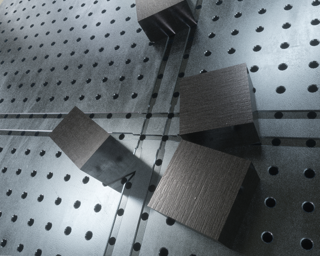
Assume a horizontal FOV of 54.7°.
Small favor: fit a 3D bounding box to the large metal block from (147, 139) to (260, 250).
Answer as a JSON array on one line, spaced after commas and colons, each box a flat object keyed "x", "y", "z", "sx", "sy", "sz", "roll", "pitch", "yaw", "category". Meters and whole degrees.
[{"x": 0.047, "y": 0.067, "z": 0.325, "sx": 0.080, "sy": 0.050, "sz": 0.080, "roll": 17, "pitch": 70, "yaw": 34, "category": "large metal block"}]

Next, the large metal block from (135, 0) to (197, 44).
[{"x": 0.008, "y": -0.198, "z": 0.508, "sx": 0.080, "sy": 0.050, "sz": 0.080, "roll": -19, "pitch": 54, "yaw": 16, "category": "large metal block"}]

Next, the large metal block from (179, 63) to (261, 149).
[{"x": 0.070, "y": -0.022, "z": 0.368, "sx": 0.080, "sy": 0.050, "sz": 0.080, "roll": -11, "pitch": 57, "yaw": 22, "category": "large metal block"}]

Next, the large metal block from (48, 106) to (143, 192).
[{"x": -0.081, "y": 0.027, "z": 0.397, "sx": 0.080, "sy": 0.080, "sz": 0.050, "roll": 35, "pitch": 81, "yaw": 38, "category": "large metal block"}]
